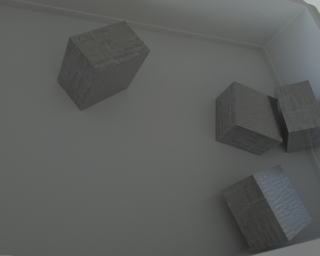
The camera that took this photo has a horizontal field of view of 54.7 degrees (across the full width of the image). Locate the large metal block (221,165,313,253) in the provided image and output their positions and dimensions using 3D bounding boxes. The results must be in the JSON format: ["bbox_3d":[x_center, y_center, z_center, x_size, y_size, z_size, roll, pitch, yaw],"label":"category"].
[{"bbox_3d":[0.136,0.099,0.393,0.081,0.050,0.080,-5,63,-47],"label":"large metal block"}]

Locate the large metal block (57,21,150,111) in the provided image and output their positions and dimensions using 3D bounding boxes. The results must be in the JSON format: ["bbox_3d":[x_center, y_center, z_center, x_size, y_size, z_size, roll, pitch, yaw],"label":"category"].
[{"bbox_3d":[-0.070,-0.076,0.380,0.081,0.080,0.050,-34,81,-38],"label":"large metal block"}]

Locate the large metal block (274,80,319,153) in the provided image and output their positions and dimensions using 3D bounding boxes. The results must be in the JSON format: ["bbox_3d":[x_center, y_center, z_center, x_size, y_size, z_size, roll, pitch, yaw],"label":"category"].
[{"bbox_3d":[0.218,-0.016,0.492,0.050,0.080,0.080,-13,60,13],"label":"large metal block"}]

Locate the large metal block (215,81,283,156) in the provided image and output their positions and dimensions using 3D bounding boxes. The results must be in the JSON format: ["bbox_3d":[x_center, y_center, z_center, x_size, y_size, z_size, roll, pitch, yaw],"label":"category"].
[{"bbox_3d":[0.133,-0.013,0.472,0.081,0.050,0.080,19,54,-18],"label":"large metal block"}]
